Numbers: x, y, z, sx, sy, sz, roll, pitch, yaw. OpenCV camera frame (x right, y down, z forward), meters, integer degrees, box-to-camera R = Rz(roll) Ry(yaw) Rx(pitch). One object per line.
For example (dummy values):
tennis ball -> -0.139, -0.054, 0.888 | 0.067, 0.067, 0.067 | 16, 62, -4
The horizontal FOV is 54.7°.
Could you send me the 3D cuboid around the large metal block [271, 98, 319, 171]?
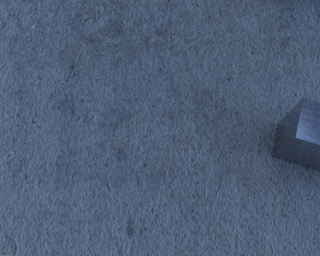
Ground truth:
large metal block -> 0.192, 0.014, 0.375 | 0.080, 0.080, 0.050 | 17, 71, 6
